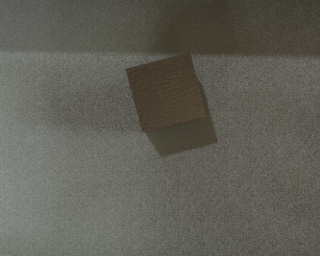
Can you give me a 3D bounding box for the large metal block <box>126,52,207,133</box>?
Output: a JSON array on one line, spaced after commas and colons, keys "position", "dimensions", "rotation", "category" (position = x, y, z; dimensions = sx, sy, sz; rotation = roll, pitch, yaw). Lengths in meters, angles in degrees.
[{"position": [0.007, -0.043, 0.399], "dimensions": [0.080, 0.050, 0.080], "rotation": [-15, 90, -1], "category": "large metal block"}]
